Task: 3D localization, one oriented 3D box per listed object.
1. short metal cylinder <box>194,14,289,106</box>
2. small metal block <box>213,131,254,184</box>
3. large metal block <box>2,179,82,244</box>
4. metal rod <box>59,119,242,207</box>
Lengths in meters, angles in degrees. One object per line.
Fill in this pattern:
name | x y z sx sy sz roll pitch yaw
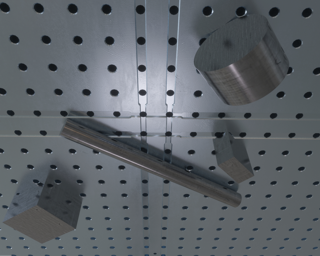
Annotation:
short metal cylinder | 0.082 -0.069 0.317 0.080 0.080 0.050 -29 124 22
small metal block | 0.102 0.041 0.431 0.025 0.050 0.050 -34 122 25
large metal block | -0.192 0.140 0.513 0.080 0.050 0.080 -28 125 21
metal rod | 0.000 0.059 0.462 0.302 0.025 0.025 25 126 -21
